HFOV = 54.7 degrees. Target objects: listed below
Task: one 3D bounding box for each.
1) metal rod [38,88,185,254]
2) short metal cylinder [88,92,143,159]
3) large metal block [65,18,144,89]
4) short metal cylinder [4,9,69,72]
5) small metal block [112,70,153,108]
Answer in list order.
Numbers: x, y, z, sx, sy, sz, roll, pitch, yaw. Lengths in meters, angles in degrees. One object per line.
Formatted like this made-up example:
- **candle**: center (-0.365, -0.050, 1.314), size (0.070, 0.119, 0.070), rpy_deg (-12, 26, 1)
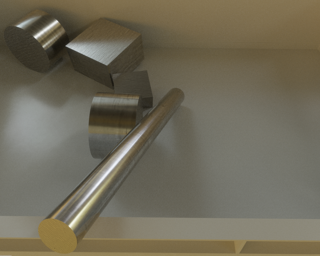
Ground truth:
- **metal rod**: center (-0.018, 0.008, 0.312), size (0.025, 0.025, 0.301), rpy_deg (14, 25, 11)
- **short metal cylinder**: center (-0.050, -0.002, 0.370), size (0.050, 0.080, 0.080), rpy_deg (3, 50, 2)
- **large metal block**: center (-0.083, -0.117, 0.481), size (0.080, 0.050, 0.080), rpy_deg (28, 61, 21)
- **short metal cylinder**: center (-0.189, -0.134, 0.479), size (0.080, 0.080, 0.050), rpy_deg (20, 53, 16)
- **small metal block**: center (-0.039, -0.054, 0.446), size (0.050, 0.025, 0.050), rpy_deg (-8, 58, -8)
